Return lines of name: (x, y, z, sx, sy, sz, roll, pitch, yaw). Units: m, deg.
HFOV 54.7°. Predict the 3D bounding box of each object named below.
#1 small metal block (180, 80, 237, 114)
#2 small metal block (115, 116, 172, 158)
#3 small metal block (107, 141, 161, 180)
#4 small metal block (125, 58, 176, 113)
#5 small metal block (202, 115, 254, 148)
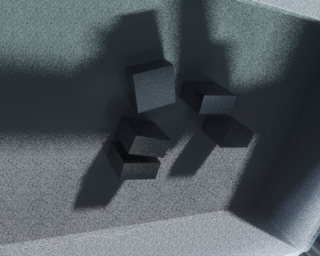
small metal block: (0.062, -0.041, 0.403, 0.050, 0.050, 0.025, -2, 120, -28)
small metal block: (-0.022, 0.011, 0.389, 0.050, 0.050, 0.025, 11, 113, -33)
small metal block: (-0.035, 0.042, 0.401, 0.050, 0.050, 0.025, 4, 116, -31)
small metal block: (-0.010, -0.051, 0.373, 0.050, 0.025, 0.050, -18, 126, -19)
small metal block: (0.098, 0.005, 0.451, 0.050, 0.050, 0.025, 2, 118, -30)
